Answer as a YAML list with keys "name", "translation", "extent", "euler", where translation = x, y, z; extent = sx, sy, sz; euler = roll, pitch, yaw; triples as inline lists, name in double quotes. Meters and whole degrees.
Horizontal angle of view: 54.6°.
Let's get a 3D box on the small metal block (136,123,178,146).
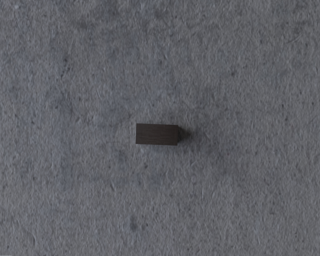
- name: "small metal block"
  translation: [-0.004, 0.008, 0.397]
  extent: [0.050, 0.050, 0.025]
  euler: [2, 90, 0]
